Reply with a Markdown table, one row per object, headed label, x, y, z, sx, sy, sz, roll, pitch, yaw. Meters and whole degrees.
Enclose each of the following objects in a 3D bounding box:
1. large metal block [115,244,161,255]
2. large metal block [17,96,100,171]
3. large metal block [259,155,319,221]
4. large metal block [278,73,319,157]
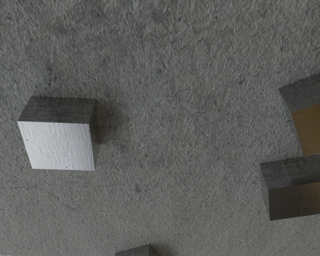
| label | x | y | z | sx | sy | sz | roll | pitch | yaw |
| --- | --- | --- | --- | --- | --- | --- | --- | --- | --- |
| large metal block | -0.039 | 0.290 | 0.637 | 0.080 | 0.050 | 0.080 | -21 | 127 | 17 |
| large metal block | -0.123 | 0.008 | 0.396 | 0.081 | 0.050 | 0.079 | 2 | 130 | -2 |
| large metal block | 0.200 | 0.092 | 0.471 | 0.080 | 0.050 | 0.080 | -11 | 129 | 9 |
| large metal block | 0.200 | -0.020 | 0.376 | 0.080 | 0.050 | 0.080 | -22 | 127 | 17 |
